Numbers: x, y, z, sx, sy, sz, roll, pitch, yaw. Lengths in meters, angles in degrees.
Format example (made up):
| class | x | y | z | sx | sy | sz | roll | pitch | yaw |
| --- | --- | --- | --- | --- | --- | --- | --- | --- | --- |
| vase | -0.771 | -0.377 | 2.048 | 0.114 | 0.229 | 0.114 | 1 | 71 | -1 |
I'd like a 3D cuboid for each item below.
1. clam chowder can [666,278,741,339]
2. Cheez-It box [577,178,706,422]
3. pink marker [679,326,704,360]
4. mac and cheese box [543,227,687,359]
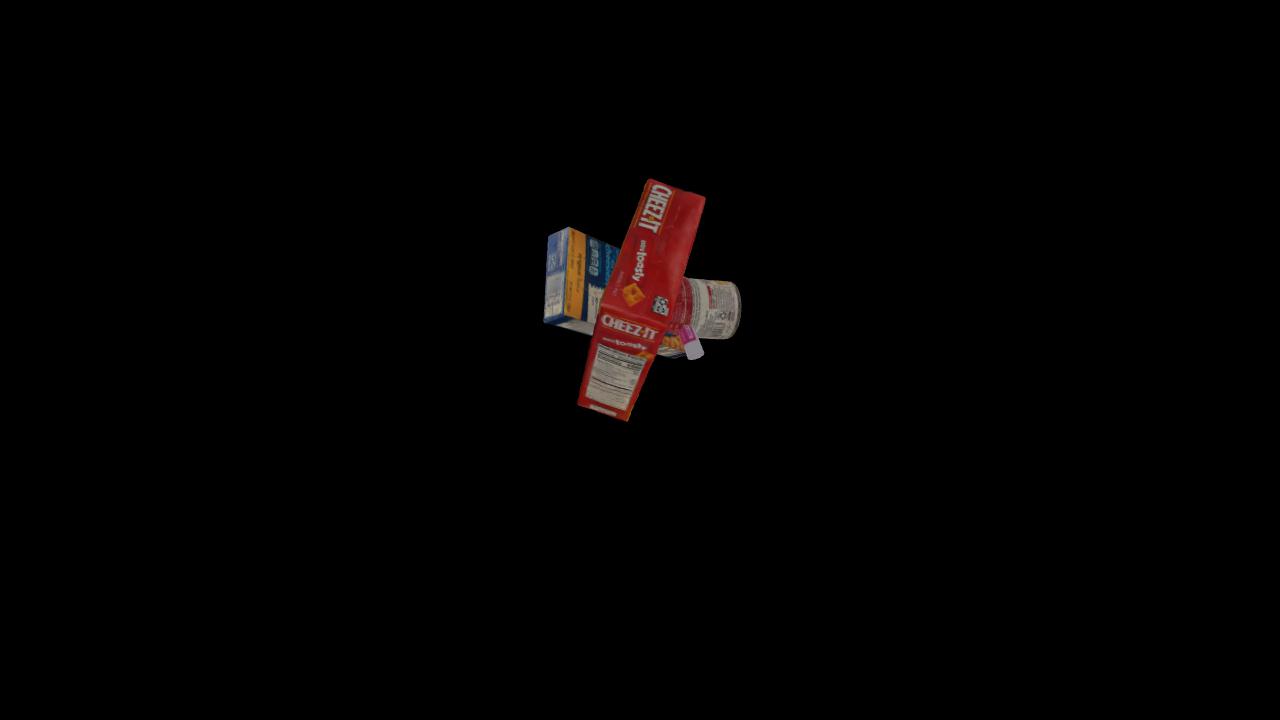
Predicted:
| class | x | y | z | sx | sy | sz | roll | pitch | yaw |
| --- | --- | --- | --- | --- | --- | --- | --- | --- | --- |
| clam chowder can | 0.053 | -0.058 | 0.685 | 0.102 | 0.068 | 0.068 | 2 | -1 | -16 |
| Cheez-It box | -0.005 | -0.054 | 0.661 | 0.071 | 0.166 | 0.223 | 18 | -30 | -3 |
| pink marker | 0.042 | -0.057 | 0.676 | 0.020 | 0.121 | 0.020 | -16 | -20 | -6 |
| mac and cheese box | -0.016 | -0.065 | 0.650 | 0.184 | 0.093 | 0.041 | 14 | -20 | -43 |
